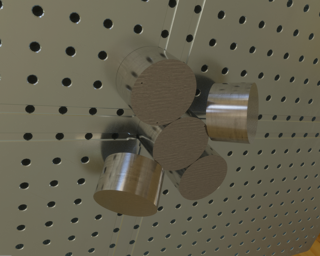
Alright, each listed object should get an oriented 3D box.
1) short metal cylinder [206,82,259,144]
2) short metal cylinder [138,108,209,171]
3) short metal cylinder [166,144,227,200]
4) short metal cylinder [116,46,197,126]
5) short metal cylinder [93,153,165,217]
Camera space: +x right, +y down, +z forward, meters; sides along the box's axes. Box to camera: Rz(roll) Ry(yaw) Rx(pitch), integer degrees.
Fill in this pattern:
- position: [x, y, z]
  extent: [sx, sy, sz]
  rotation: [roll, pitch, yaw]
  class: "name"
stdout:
- position: [0.098, -0.020, 0.412]
  extent: [0.080, 0.050, 0.079]
  rotation: [-14, 106, -62]
  class: "short metal cylinder"
- position: [0.017, 0.010, 0.412]
  extent: [0.081, 0.050, 0.079]
  rotation: [-14, 125, -21]
  class: "short metal cylinder"
- position: [0.052, 0.060, 0.463]
  extent: [0.081, 0.050, 0.079]
  rotation: [-14, 125, -21]
  class: "short metal cylinder"
- position: [-0.005, -0.050, 0.363]
  extent: [0.081, 0.050, 0.079]
  rotation: [-14, 125, -21]
  class: "short metal cylinder"
- position: [-0.038, 0.074, 0.394]
  extent: [0.080, 0.050, 0.080]
  rotation: [8, 145, 6]
  class: "short metal cylinder"
